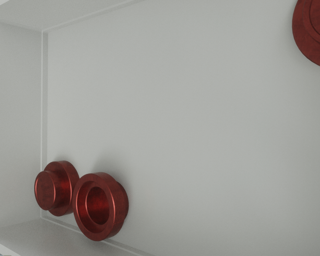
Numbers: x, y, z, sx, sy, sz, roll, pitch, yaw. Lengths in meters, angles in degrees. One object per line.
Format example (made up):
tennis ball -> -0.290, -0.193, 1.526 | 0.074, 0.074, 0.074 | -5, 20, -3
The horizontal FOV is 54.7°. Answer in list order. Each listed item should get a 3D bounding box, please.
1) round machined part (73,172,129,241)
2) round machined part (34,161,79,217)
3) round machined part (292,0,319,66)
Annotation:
round machined part -> -0.085, 0.115, 0.466 | 0.098, 0.042, 0.097 | 0, 90, 40
round machined part -> -0.187, 0.109, 0.551 | 0.098, 0.042, 0.097 | 0, 90, 40
round machined part -> 0.162, -0.098, 0.262 | 0.098, 0.042, 0.097 | 0, 90, 40
